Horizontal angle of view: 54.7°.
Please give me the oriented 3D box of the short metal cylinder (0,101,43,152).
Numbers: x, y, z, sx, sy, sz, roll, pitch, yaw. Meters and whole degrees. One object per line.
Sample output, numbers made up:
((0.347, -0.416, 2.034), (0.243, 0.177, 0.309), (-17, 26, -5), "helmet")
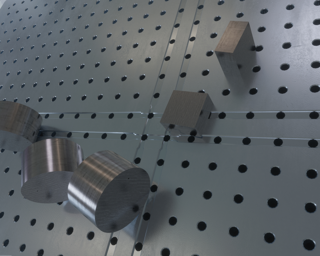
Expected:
((-0.237, -0.001, 0.498), (0.080, 0.080, 0.050), (-8, 59, 24), "short metal cylinder")

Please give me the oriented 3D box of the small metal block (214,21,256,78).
((0.099, -0.102, 0.403), (0.025, 0.050, 0.050), (17, 71, 35), "small metal block")

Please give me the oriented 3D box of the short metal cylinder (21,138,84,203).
((-0.140, 0.058, 0.411), (0.080, 0.080, 0.050), (-27, 53, 11), "short metal cylinder")

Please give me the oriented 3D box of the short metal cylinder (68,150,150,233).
((-0.057, 0.072, 0.359), (0.050, 0.080, 0.080), (25, 75, 37), "short metal cylinder")

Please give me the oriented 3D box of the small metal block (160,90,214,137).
((0.035, -0.020, 0.402), (0.050, 0.025, 0.050), (10, 67, 32), "small metal block")
